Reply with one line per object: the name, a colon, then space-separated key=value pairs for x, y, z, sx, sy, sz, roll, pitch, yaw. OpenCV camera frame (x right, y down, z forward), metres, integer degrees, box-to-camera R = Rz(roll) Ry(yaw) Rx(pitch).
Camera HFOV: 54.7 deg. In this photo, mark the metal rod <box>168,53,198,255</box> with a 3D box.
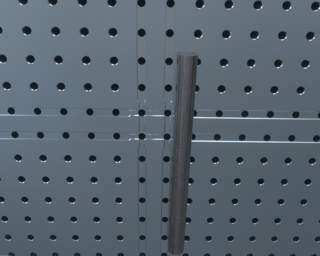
metal rod: x=0.029 y=0.049 z=0.432 sx=0.025 sy=0.025 sz=0.298 roll=2 pitch=110 yaw=-1
